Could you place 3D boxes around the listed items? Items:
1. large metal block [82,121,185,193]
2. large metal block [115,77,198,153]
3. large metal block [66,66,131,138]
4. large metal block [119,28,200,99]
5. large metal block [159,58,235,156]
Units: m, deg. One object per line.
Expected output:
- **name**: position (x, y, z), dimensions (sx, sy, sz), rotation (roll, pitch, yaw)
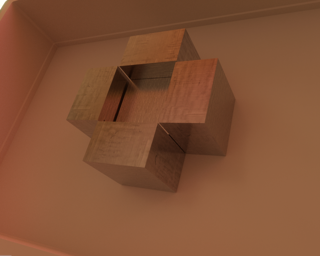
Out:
- **large metal block**: position (-0.027, 0.034, 0.362), dimensions (0.080, 0.080, 0.050), rotation (2, 63, 29)
- **large metal block**: position (-0.004, -0.017, 0.399), dimensions (0.080, 0.050, 0.080), rotation (1, 62, 28)
- **large metal block**: position (-0.069, -0.026, 0.422), dimensions (0.050, 0.080, 0.080), rotation (1, 62, 29)
- **large metal block**: position (0.006, -0.081, 0.415), dimensions (0.080, 0.080, 0.050), rotation (1, 62, 28)
- **large metal block**: position (0.047, -0.022, 0.358), dimensions (0.050, 0.080, 0.080), rotation (1, 62, 29)
